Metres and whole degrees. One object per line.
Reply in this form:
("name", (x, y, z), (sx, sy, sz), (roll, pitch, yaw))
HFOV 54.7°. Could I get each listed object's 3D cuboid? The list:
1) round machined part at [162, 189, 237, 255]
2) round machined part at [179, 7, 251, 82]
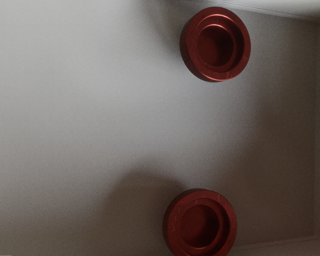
("round machined part", (0.050, 0.130, 0.416), (0.099, 0.042, 0.097), (2, 85, -17))
("round machined part", (0.072, -0.111, 0.428), (0.099, 0.042, 0.097), (0, 90, -20))
